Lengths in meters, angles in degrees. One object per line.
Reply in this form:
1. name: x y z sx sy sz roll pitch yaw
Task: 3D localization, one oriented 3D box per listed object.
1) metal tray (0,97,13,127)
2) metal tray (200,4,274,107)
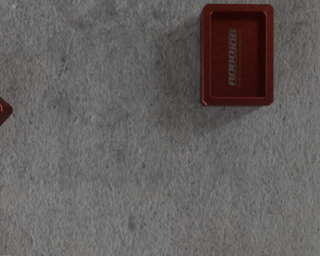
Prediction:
1. metal tray: -0.273 -0.006 0.403 0.090 0.030 0.130 41 90 -1
2. metal tray: 0.100 -0.094 0.408 0.091 0.030 0.129 0 90 -1
